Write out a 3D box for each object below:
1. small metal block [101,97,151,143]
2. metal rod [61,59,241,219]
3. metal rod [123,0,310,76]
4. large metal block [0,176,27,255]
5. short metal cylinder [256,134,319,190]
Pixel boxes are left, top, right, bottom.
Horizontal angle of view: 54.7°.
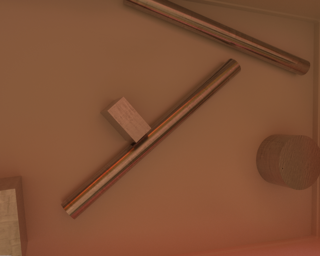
[{"bbox_3d":[-0.043,-0.010,0.382,0.025,0.050,0.050,-44,104,-15],"label":"small metal block"},{"bbox_3d":[-0.001,0.005,0.411,0.301,0.025,0.025,-41,104,-16],"label":"metal rod"},{"bbox_3d":[0.094,-0.134,0.446,0.302,0.025,0.025,15,85,-20],"label":"metal rod"},{"bbox_3d":[-0.169,0.098,0.319,0.050,0.080,0.079,-5,92,-20],"label":"large metal block"},{"bbox_3d":[0.196,0.050,0.472,0.081,0.050,0.079,0,90,-21],"label":"short metal cylinder"}]
